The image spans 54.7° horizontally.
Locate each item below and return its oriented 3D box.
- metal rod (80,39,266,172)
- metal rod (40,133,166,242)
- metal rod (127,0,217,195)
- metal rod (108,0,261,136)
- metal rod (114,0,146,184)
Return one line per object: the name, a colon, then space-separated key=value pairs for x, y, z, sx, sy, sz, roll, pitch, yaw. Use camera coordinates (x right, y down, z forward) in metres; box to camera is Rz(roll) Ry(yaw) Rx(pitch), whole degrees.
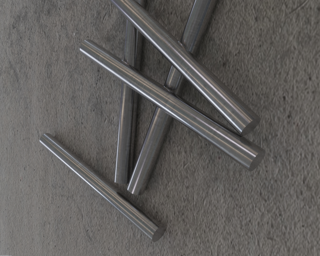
metal rod: x=-0.008 y=-0.044 z=0.377 sx=0.300 sy=0.025 sz=0.025 roll=37 pitch=113 yaw=33
metal rod: x=-0.108 y=0.080 z=0.493 sx=0.300 sy=0.025 sz=0.025 roll=29 pitch=108 yaw=36
metal rod: x=0.016 y=-0.048 z=0.392 sx=0.025 sy=0.025 sz=0.298 roll=32 pitch=110 yaw=35
metal rod: x=0.003 y=-0.104 z=0.368 sx=0.300 sy=0.025 sz=0.025 roll=51 pitch=120 yaw=28
metal rod: x=-0.041 y=-0.070 z=0.439 sx=0.025 sy=0.025 sz=0.298 roll=8 pitch=95 yaw=40
